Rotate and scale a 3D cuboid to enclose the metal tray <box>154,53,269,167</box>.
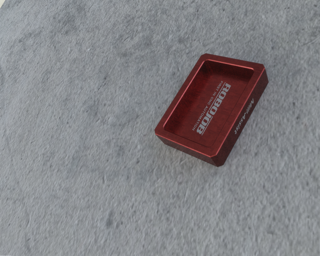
[{"bbox_3d":[0.064,-0.027,0.384,0.090,0.030,0.130,22,73,36],"label":"metal tray"}]
